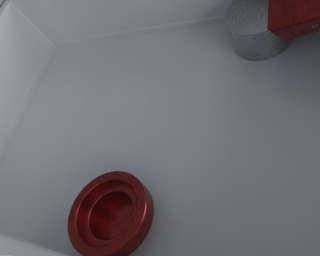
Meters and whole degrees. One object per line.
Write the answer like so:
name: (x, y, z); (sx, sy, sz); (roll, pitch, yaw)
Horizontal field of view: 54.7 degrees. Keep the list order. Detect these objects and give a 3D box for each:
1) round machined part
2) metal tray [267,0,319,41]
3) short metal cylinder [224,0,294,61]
round machined part: (-0.051, 0.102, 0.354); (0.098, 0.042, 0.098); (-14, 50, 18)
metal tray: (0.173, -0.148, 0.303); (0.130, 0.030, 0.090); (-4, 79, 50)
short metal cylinder: (0.130, -0.135, 0.404); (0.080, 0.050, 0.080); (-13, 56, 21)
